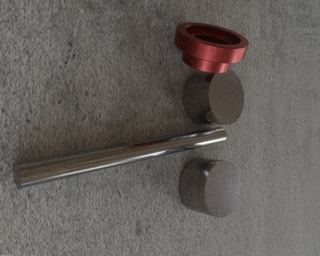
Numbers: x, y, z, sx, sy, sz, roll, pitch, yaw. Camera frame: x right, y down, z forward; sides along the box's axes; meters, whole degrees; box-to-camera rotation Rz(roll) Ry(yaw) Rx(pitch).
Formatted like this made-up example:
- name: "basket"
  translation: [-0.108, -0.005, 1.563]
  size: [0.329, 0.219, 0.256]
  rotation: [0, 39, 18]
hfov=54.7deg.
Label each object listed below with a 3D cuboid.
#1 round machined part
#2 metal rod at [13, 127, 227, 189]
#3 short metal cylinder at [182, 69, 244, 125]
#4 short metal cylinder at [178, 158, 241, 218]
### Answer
- name: "round machined part"
  translation: [0.067, -0.109, 0.426]
  size: [0.099, 0.098, 0.042]
  rotation: [-20, 135, -39]
- name: "metal rod"
  translation: [-0.020, 0.028, 0.389]
  size: [0.302, 0.025, 0.025]
  rotation: [-9, 96, -40]
- name: "short metal cylinder"
  translation: [0.080, -0.045, 0.458]
  size: [0.081, 0.050, 0.079]
  rotation: [0, 90, -40]
- name: "short metal cylinder"
  translation: [0.073, 0.085, 0.453]
  size: [0.081, 0.050, 0.079]
  rotation: [0, 90, -40]
